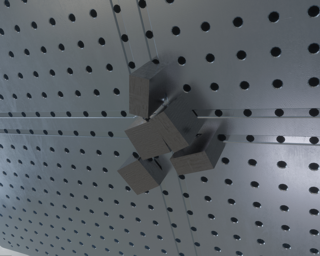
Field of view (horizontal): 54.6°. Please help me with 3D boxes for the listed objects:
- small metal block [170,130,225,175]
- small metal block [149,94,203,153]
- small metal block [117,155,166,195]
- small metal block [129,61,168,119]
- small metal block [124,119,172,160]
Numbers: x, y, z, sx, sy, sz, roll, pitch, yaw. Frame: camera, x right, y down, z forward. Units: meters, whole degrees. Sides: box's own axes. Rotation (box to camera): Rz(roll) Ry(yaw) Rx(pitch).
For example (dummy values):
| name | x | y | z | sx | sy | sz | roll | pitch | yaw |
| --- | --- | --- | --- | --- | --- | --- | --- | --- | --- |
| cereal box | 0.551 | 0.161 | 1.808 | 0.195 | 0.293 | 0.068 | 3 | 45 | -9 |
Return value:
| name | x | y | z | sx | sy | sz | roll | pitch | yaw |
| --- | --- | --- | --- | --- | --- | --- | --- | --- | --- |
| small metal block | 0.048 | 0.031 | 0.389 | 0.050 | 0.050 | 0.025 | -17 | 109 | 35 |
| small metal block | 0.021 | -0.006 | 0.381 | 0.025 | 0.050 | 0.050 | -30 | 102 | 38 |
| small metal block | -0.028 | 0.068 | 0.469 | 0.050 | 0.025 | 0.050 | -31 | 101 | 38 |
| small metal block | -0.014 | -0.047 | 0.374 | 0.025 | 0.050 | 0.050 | 16 | 125 | 19 |
| small metal block | -0.012 | 0.012 | 0.426 | 0.050 | 0.025 | 0.050 | -20 | 108 | 35 |
